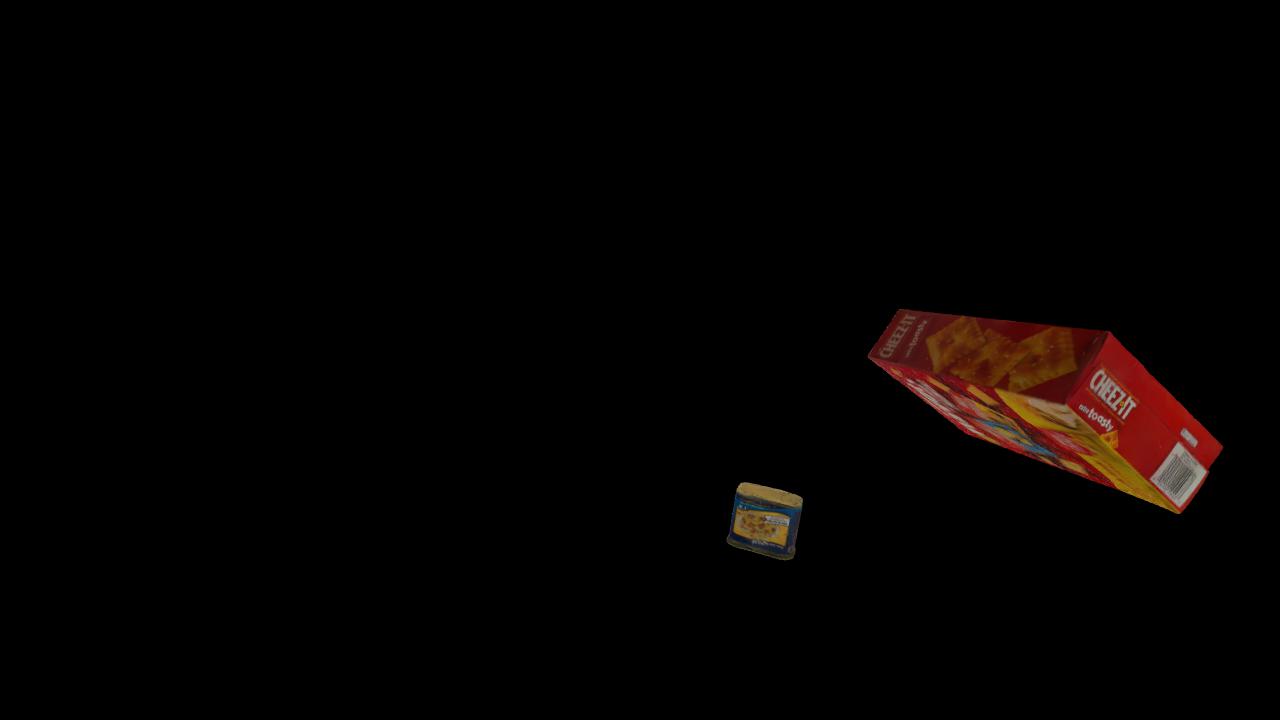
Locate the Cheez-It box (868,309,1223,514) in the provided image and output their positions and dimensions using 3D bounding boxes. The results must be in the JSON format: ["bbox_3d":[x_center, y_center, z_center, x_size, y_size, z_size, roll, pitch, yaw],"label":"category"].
[{"bbox_3d":[0.340,0.032,0.549,0.166,0.071,0.223,34,-1,-18],"label":"Cheez-It box"}]

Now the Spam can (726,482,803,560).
[{"bbox_3d":[0.187,0.238,0.918,0.101,0.085,0.058,10,12,18],"label":"Spam can"}]
